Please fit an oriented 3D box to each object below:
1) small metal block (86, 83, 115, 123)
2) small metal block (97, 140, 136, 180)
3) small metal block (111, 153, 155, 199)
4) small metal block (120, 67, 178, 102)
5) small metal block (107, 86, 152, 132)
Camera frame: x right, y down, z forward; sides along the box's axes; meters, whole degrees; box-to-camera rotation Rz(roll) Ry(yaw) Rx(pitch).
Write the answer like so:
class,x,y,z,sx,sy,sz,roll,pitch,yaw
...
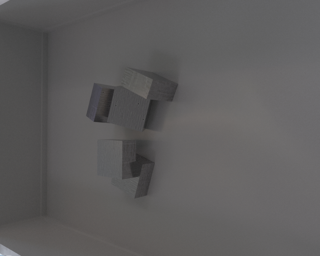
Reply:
class,x,y,z,sx,sy,sz,roll,pitch,yaw
small metal block,-0.073,-0.035,0.449,0.025,0.050,0.050,31,110,46
small metal block,-0.060,0.041,0.424,0.050,0.025,0.050,1,90,40
small metal block,-0.039,0.064,0.439,0.050,0.025,0.050,22,104,37
small metal block,-0.014,-0.056,0.402,0.050,0.050,0.025,30,109,36
small metal block,-0.040,-0.027,0.425,0.050,0.025,0.050,16,102,5
